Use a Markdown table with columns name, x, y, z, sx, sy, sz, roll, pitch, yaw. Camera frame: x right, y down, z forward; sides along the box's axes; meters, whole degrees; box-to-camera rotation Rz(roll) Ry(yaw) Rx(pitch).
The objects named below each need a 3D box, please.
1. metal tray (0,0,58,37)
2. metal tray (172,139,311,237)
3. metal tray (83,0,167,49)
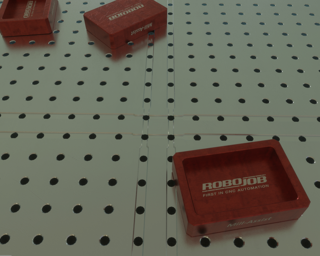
| name | x | y | z | sx | sy | sz | roll | pitch | yaw |
| --- | --- | --- | --- | --- | --- | --- | --- | --- | --- |
| metal tray | -0.251 | -0.227 | 0.594 | 0.091 | 0.030 | 0.130 | -5 | 50 | -5 |
| metal tray | 0.086 | 0.064 | 0.351 | 0.131 | 0.030 | 0.090 | -7 | 50 | -6 |
| metal tray | -0.062 | -0.203 | 0.575 | 0.131 | 0.030 | 0.090 | -34 | 58 | -25 |
